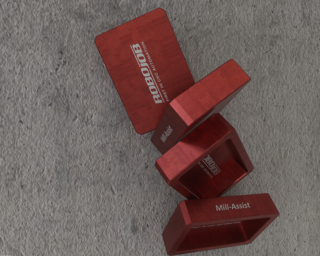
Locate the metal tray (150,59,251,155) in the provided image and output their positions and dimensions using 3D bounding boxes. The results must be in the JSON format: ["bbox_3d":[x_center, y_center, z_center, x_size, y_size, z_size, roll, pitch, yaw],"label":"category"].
[{"bbox_3d":[0.041,-0.018,0.364,0.090,0.130,0.030,-36,81,-20],"label":"metal tray"}]

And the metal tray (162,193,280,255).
[{"bbox_3d":[0.077,0.126,0.405,0.131,0.089,0.030,0,46,-20],"label":"metal tray"}]

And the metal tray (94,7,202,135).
[{"bbox_3d":[-0.012,-0.068,0.384,0.090,0.030,0.129,-23,99,5],"label":"metal tray"}]

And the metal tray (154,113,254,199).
[{"bbox_3d":[0.060,0.047,0.375,0.090,0.030,0.130,-40,144,2],"label":"metal tray"}]
